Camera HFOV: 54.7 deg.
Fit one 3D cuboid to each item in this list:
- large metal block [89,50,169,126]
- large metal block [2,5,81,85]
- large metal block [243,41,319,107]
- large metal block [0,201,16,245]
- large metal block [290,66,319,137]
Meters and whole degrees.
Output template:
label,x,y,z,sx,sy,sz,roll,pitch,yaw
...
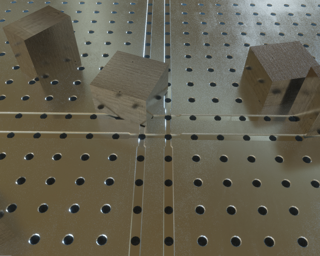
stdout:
label,x,y,z,sx,sy,sz,roll,pitch,yaw
large metal block,-0.040,-0.058,0.440,0.080,0.050,0.080,17,52,13
large metal block,-0.178,-0.128,0.477,0.050,0.080,0.080,32,57,23
large metal block,0.182,-0.082,0.463,0.081,0.050,0.080,-9,51,-8
large metal block,-0.208,0.092,0.312,0.081,0.050,0.080,-29,56,-23
large metal block,0.232,-0.037,0.406,0.081,0.080,0.050,-6,51,-6
